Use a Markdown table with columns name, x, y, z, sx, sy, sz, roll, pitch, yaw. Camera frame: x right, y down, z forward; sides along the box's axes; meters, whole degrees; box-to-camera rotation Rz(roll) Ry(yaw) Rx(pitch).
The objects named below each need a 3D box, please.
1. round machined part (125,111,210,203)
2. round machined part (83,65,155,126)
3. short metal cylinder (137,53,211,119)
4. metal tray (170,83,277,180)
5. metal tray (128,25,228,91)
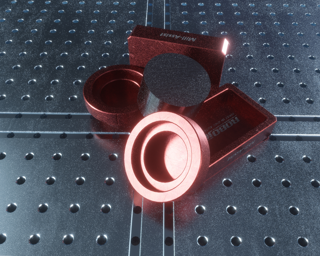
| name | x | y | z | sx | sy | sz | roll | pitch | yaw |
| --- | --- | --- | --- | --- | --- | --- | --- | --- | --- |
| round machined part | 0.011 | 0.033 | 0.347 | 0.098 | 0.042 | 0.097 | -6 | 79 | 32 |
| round machined part | -0.053 | -0.041 | 0.431 | 0.099 | 0.042 | 0.098 | 0 | 50 | 0 |
| short metal cylinder | 0.016 | -0.045 | 0.381 | 0.081 | 0.050 | 0.080 | 7 | 58 | -10 |
| metal tray | 0.073 | 0.000 | 0.404 | 0.131 | 0.030 | 0.090 | -30 | 56 | -23 |
| metal tray | 0.023 | -0.091 | 0.442 | 0.131 | 0.089 | 0.030 | 12 | 51 | 9 |
